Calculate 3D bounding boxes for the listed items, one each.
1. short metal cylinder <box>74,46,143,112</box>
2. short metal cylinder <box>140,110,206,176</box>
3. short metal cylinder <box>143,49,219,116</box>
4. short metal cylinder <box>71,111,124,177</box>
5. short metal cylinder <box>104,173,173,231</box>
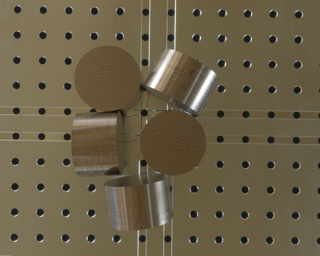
[{"bbox_3d":[-0.063,-0.060,0.400,0.080,0.050,0.079,0,90,1],"label":"short metal cylinder"},{"bbox_3d":[0.016,0.018,0.401,0.081,0.050,0.079,0,91,-1],"label":"short metal cylinder"},{"bbox_3d":[0.026,-0.056,0.386,0.080,0.080,0.050,28,89,0],"label":"short metal cylinder"},{"bbox_3d":[-0.074,0.020,0.386,0.050,0.080,0.080,-2,90,-1],"label":"short metal cylinder"},{"bbox_3d":[-0.026,0.089,0.385,0.080,0.080,0.050,-6,91,0],"label":"short metal cylinder"}]
